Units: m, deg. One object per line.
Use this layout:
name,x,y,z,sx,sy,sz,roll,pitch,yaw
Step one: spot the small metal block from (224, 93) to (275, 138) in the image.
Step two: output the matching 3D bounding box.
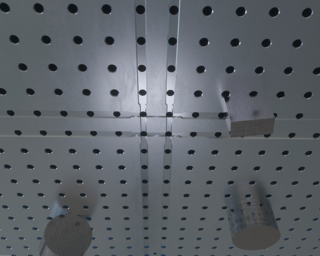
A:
small metal block,0.108,-0.016,0.383,0.050,0.050,0.025,-5,130,4

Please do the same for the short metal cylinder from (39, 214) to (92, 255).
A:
short metal cylinder,-0.166,0.199,0.544,0.081,0.080,0.050,18,128,-15

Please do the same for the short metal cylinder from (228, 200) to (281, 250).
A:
short metal cylinder,0.163,0.171,0.542,0.081,0.050,0.079,0,130,0
